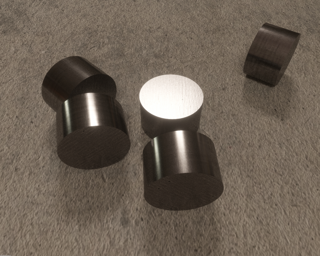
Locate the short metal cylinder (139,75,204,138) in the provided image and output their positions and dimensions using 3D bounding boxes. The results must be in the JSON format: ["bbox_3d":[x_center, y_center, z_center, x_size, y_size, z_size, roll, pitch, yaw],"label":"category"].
[{"bbox_3d":[0.014,-0.025,0.408,0.081,0.050,0.080,0,50,0],"label":"short metal cylinder"}]

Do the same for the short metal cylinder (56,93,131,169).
[{"bbox_3d":[-0.079,0.005,0.362,0.081,0.080,0.050,-10,51,-9],"label":"short metal cylinder"}]

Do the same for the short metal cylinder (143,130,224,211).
[{"bbox_3d":[0.023,0.047,0.328,0.081,0.080,0.050,-3,50,-3],"label":"short metal cylinder"}]

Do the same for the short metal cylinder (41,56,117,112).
[{"bbox_3d":[-0.104,-0.047,0.405,0.050,0.080,0.080,37,59,27],"label":"short metal cylinder"}]

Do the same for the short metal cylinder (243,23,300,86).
[{"bbox_3d":[0.166,-0.110,0.462,0.050,0.080,0.080,27,55,21],"label":"short metal cylinder"}]
